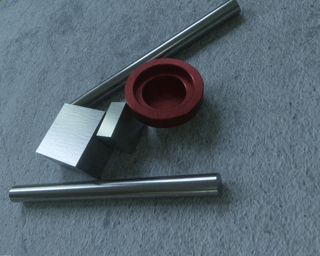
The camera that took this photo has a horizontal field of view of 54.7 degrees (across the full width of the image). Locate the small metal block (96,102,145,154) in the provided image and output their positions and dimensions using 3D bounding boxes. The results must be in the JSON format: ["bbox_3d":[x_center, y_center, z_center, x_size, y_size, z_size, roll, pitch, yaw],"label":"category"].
[{"bbox_3d":[-0.050,0.000,0.411,0.025,0.050,0.050,5,64,35],"label":"small metal block"}]

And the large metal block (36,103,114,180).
[{"bbox_3d":[-0.110,0.017,0.433,0.080,0.050,0.080,13,68,33],"label":"large metal block"}]

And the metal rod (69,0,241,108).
[{"bbox_3d":[-0.015,-0.103,0.473,0.300,0.025,0.025,-31,52,7],"label":"metal rod"}]

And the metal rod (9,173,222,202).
[{"bbox_3d":[-0.073,0.078,0.392,0.301,0.025,0.025,-7,59,23],"label":"metal rod"}]

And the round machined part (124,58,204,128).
[{"bbox_3d":[0.007,-0.040,0.401,0.099,0.042,0.098,-2,58,4],"label":"round machined part"}]
